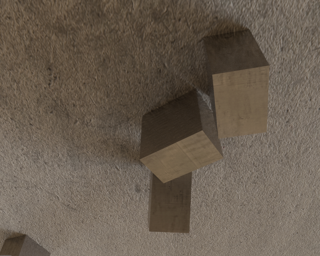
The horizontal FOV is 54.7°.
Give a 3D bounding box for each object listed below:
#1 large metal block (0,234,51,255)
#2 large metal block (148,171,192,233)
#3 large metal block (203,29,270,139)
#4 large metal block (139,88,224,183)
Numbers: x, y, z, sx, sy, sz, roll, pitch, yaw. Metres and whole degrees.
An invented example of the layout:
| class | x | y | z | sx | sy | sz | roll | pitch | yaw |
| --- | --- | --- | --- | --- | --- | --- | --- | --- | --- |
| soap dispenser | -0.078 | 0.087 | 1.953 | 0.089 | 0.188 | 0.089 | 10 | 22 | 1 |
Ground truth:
| class | x | y | z | sx | sy | sz | roll | pitch | yaw |
| --- | --- | --- | --- | --- | --- | --- | --- | --- | --- |
| large metal block | -0.265 | 0.266 | 0.595 | 0.050 | 0.080 | 0.080 | -17 | 128 | 14 |
| large metal block | 0.011 | 0.095 | 0.431 | 0.050 | 0.080 | 0.080 | 4 | 173 | -3 |
| large metal block | 0.079 | -0.048 | 0.331 | 0.050 | 0.080 | 0.080 | -8 | 130 | 7 |
| large metal block | 0.024 | 0.009 | 0.379 | 0.080 | 0.080 | 0.050 | -26 | 125 | 20 |
